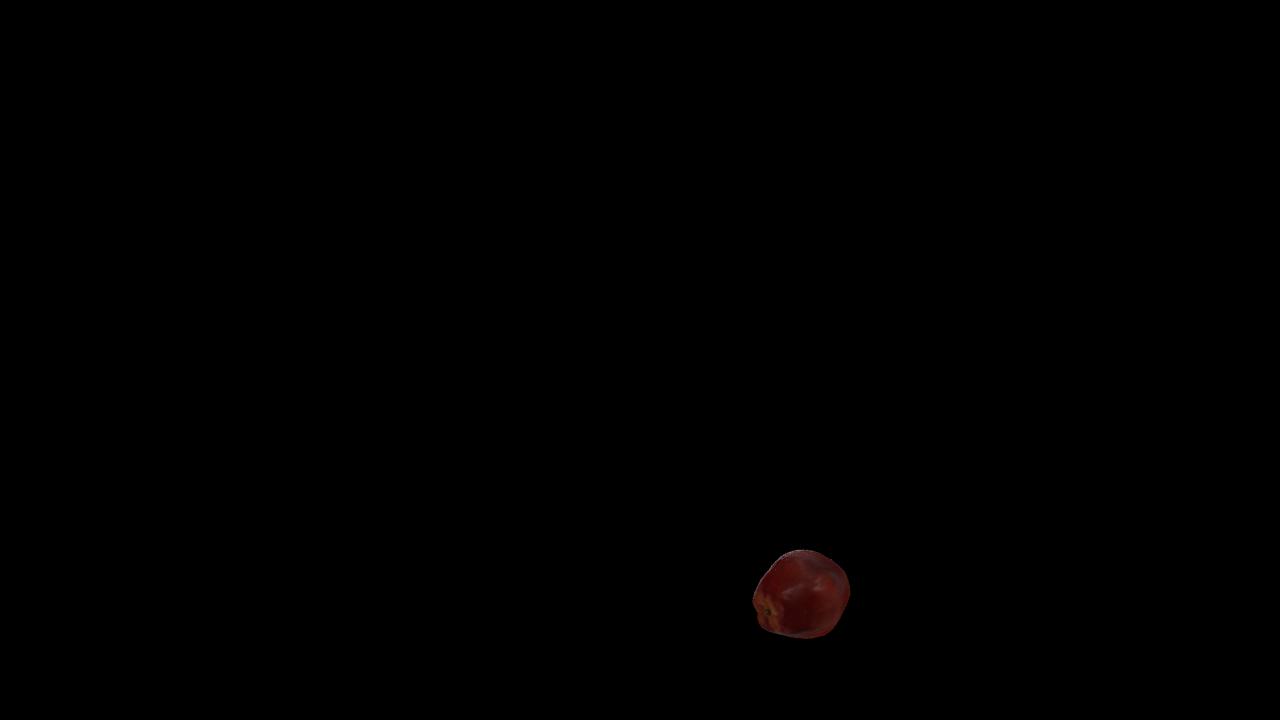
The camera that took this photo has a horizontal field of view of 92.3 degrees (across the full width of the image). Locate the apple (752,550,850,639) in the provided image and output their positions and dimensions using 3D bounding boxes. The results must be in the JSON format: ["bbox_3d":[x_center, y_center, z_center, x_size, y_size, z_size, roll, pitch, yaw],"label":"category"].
[{"bbox_3d":[0.153,0.220,0.577,0.093,0.079,0.079,-6,3,-29],"label":"apple"}]
